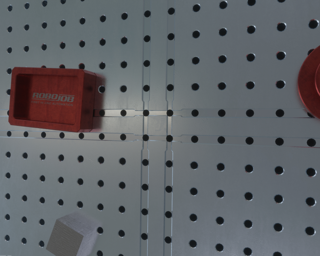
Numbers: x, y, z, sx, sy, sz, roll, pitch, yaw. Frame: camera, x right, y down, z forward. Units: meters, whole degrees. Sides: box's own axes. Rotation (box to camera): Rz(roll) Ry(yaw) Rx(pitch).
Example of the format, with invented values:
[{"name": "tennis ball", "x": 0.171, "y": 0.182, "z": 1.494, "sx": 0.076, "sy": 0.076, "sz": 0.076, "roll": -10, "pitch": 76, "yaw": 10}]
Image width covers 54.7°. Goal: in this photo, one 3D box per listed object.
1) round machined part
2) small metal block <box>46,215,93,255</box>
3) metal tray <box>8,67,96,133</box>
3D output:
[{"name": "round machined part", "x": 0.202, "y": -0.051, "z": 0.332, "sx": 0.098, "sy": 0.042, "sz": 0.097, "roll": 0, "pitch": 90, "yaw": 19}, {"name": "small metal block", "x": -0.134, "y": 0.166, "z": 0.460, "sx": 0.050, "sy": 0.025, "sz": 0.050, "roll": 24, "pitch": 98, "yaw": 18}, {"name": "metal tray", "x": -0.164, "y": -0.044, "z": 0.467, "sx": 0.130, "sy": 0.030, "sz": 0.089, "roll": 6, "pitch": 92, "yaw": 19}]
